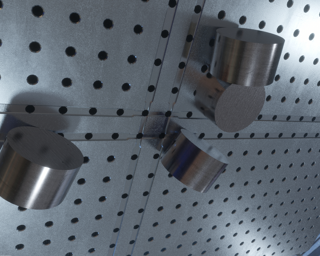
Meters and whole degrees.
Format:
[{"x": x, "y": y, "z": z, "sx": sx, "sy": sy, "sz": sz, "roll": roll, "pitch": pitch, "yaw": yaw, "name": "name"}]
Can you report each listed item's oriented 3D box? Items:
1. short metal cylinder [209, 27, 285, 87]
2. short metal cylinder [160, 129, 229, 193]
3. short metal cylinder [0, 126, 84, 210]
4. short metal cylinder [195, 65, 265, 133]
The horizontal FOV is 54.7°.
[{"x": 0.105, "y": -0.089, "z": 0.380, "sx": 0.081, "sy": 0.080, "sz": 0.050, "roll": -9, "pitch": 122, "yaw": -24, "name": "short metal cylinder"}, {"x": 0.048, "y": 0.045, "z": 0.431, "sx": 0.080, "sy": 0.080, "sz": 0.050, "roll": 25, "pitch": 105, "yaw": -37, "name": "short metal cylinder"}, {"x": -0.130, "y": 0.041, "z": 0.331, "sx": 0.081, "sy": 0.080, "sz": 0.050, "roll": 19, "pitch": 109, "yaw": -36, "name": "short metal cylinder"}, {"x": 0.095, "y": -0.041, "z": 0.424, "sx": 0.081, "sy": 0.050, "sz": 0.079, "roll": -14, "pitch": 125, "yaw": -21, "name": "short metal cylinder"}]
